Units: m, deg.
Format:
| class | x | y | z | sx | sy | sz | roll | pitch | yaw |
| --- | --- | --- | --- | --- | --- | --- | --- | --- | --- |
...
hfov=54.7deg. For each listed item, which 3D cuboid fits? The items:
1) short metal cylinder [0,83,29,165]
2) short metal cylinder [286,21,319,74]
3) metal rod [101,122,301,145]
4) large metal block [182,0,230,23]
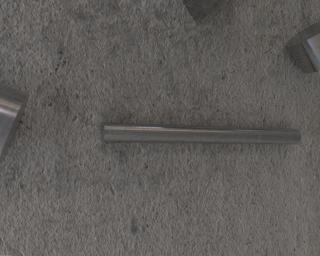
| class | x | y | z | sx | sy | sz | roll | pitch | yaw |
| --- | --- | --- | --- | --- | --- | --- | --- | --- | --- |
| short metal cylinder | -0.174 | -0.007 | 0.316 | 0.050 | 0.080 | 0.080 | 22 | 83 | -19 |
| short metal cylinder | 0.242 | -0.126 | 0.470 | 0.080 | 0.080 | 0.050 | -39 | 103 | -16 |
| metal rod | 0.071 | 0.009 | 0.435 | 0.302 | 0.025 | 0.025 | 2 | 90 | -20 |
| large metal block | 0.081 | -0.193 | 0.410 | 0.080 | 0.080 | 0.050 | -39 | 103 | -16 |
